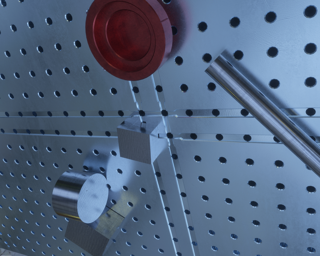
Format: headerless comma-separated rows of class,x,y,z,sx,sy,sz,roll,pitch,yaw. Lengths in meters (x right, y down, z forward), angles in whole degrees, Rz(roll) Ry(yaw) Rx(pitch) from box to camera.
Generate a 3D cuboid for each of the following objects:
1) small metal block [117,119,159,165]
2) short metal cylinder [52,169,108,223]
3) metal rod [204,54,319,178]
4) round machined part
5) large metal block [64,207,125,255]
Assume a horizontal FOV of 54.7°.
small metal block,-0.031,0.019,0.438,0.050,0.025,0.050,11,123,21
short metal cylinder,-0.129,0.111,0.510,0.050,0.080,0.079,6,121,25
metal rod,0.168,0.030,0.341,0.300,0.025,0.025,42,129,-2
round machined part,-0.031,-0.106,0.349,0.098,0.042,0.097,13,124,20
large metal block,-0.122,0.183,0.570,0.080,0.050,0.079,31,129,8
